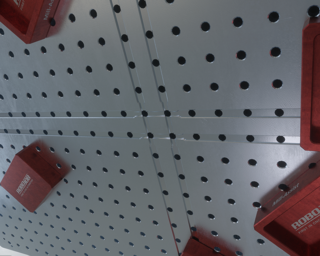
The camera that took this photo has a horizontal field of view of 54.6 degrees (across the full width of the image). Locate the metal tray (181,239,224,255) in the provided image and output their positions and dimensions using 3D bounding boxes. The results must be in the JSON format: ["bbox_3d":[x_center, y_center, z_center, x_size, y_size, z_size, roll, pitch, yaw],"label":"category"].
[{"bbox_3d":[0.068,0.255,0.530,0.090,0.030,0.129,26,128,12],"label":"metal tray"}]

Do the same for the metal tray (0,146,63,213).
[{"bbox_3d":[-0.255,0.104,0.608,0.090,0.030,0.129,44,129,-2],"label":"metal tray"}]

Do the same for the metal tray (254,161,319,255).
[{"bbox_3d":[0.189,0.107,0.374,0.090,0.030,0.129,35,129,4],"label":"metal tray"}]

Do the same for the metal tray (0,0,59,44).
[{"bbox_3d":[-0.170,-0.183,0.385,0.090,0.030,0.129,41,129,0],"label":"metal tray"}]

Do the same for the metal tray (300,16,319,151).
[{"bbox_3d":[0.181,-0.038,0.288,0.090,0.030,0.129,3,120,27],"label":"metal tray"}]
